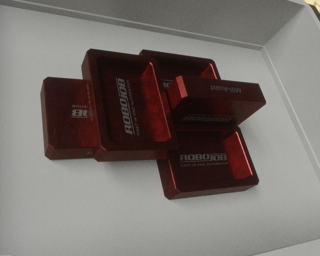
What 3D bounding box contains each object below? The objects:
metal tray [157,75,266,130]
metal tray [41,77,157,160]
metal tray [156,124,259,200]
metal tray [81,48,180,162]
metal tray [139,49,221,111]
[{"bbox_3d":[0.062,-0.026,0.412,0.131,0.090,0.030,1,62,-28],"label":"metal tray"},{"bbox_3d":[-0.069,-0.012,0.369,0.131,0.030,0.090,0,62,-29],"label":"metal tray"},{"bbox_3d":[0.061,0.041,0.409,0.131,0.030,0.090,1,62,-28],"label":"metal tray"},{"bbox_3d":[-0.037,-0.028,0.359,0.091,0.030,0.130,1,61,-28],"label":"metal tray"},{"bbox_3d":[0.033,-0.065,0.460,0.131,0.030,0.090,1,61,-28],"label":"metal tray"}]
